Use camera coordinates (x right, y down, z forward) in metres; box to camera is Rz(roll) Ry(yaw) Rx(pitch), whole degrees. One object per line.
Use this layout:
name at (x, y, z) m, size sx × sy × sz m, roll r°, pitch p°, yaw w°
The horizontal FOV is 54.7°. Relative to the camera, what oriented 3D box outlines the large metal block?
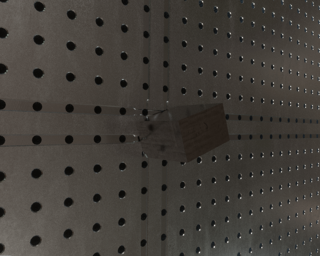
large metal block at (0.029, 0.004, 0.400) m, size 0.081 × 0.080 × 0.050 m, roll -22°, pitch 104°, yaw -38°
